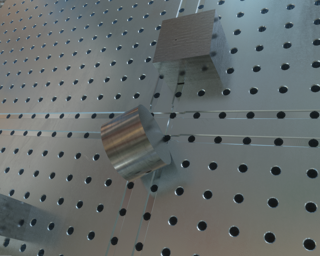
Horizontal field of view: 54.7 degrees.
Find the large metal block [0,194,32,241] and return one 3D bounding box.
[{"bbox_3d":[-0.243,0.122,0.426,0.080,0.080,0.050,-10,58,23],"label":"large metal block"}]

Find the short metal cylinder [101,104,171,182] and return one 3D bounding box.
[{"bbox_3d":[-0.028,0.018,0.377,0.050,0.080,0.080,-27,53,12],"label":"short metal cylinder"}]

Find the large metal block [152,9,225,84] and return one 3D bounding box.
[{"bbox_3d":[0.043,-0.113,0.439,0.080,0.050,0.080,-3,60,27],"label":"large metal block"}]
